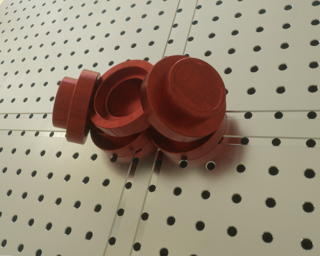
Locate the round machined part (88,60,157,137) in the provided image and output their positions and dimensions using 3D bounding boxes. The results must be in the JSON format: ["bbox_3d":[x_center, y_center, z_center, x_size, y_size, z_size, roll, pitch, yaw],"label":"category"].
[{"bbox_3d":[-0.036,-0.032,0.379,0.098,0.042,0.098,-13,56,20],"label":"round machined part"}]

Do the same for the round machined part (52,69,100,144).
[{"bbox_3d":[-0.110,-0.030,0.406,0.042,0.098,0.098,13,62,-8],"label":"round machined part"}]

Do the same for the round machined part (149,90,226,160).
[{"bbox_3d":[0.030,-0.013,0.388,0.098,0.042,0.098,-13,56,20],"label":"round machined part"}]

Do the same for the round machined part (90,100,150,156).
[{"bbox_3d":[-0.057,-0.013,0.433,0.098,0.042,0.098,-13,56,20],"label":"round machined part"}]

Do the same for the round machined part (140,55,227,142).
[{"bbox_3d":[0.032,-0.037,0.337,0.042,0.099,0.098,-37,35,59],"label":"round machined part"}]
